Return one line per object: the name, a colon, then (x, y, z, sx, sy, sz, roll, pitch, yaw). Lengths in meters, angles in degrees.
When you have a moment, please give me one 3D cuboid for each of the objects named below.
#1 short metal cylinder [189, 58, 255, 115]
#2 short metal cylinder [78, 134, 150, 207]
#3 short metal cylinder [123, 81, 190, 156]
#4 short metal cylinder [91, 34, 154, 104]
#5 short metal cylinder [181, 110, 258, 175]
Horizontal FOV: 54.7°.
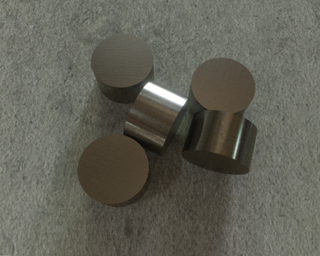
short metal cylinder: (0.080, -0.046, 0.413, 0.081, 0.050, 0.080, 0, 70, 0)
short metal cylinder: (-0.053, 0.053, 0.374, 0.081, 0.050, 0.080, 0, 71, 0)
short metal cylinder: (-0.003, -0.012, 0.383, 0.050, 0.080, 0.080, 26, 72, 9)
short metal cylinder: (-0.049, -0.080, 0.423, 0.081, 0.050, 0.080, 0, 70, 0)
short metal cylinder: (0.071, 0.019, 0.373, 0.080, 0.080, 0.050, 16, 71, 5)
